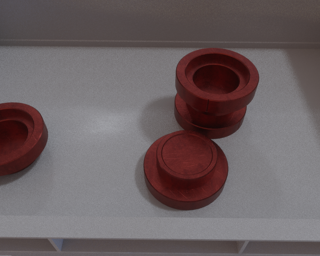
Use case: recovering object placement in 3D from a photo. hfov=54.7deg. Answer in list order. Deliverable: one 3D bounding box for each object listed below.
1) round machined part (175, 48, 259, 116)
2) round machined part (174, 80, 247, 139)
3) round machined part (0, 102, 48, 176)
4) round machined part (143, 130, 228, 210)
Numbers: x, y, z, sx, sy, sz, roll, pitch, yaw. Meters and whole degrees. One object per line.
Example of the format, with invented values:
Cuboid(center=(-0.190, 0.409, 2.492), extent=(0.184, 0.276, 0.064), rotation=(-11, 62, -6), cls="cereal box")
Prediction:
Cuboid(center=(0.068, -0.053, 0.384), extent=(0.099, 0.042, 0.098), rotation=(0, 50, 0), cls="round machined part")
Cuboid(center=(0.069, -0.036, 0.425), extent=(0.099, 0.042, 0.098), rotation=(0, 50, 0), cls="round machined part")
Cuboid(center=(-0.187, 0.018, 0.378), extent=(0.099, 0.042, 0.098), rotation=(0, 50, 0), cls="round machined part")
Cuboid(center=(0.030, 0.041, 0.360), extent=(0.099, 0.042, 0.098), rotation=(0, 50, 0), cls="round machined part")
